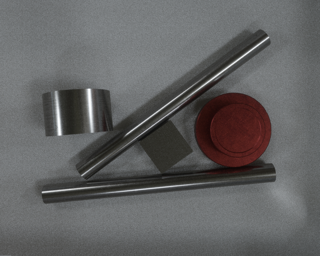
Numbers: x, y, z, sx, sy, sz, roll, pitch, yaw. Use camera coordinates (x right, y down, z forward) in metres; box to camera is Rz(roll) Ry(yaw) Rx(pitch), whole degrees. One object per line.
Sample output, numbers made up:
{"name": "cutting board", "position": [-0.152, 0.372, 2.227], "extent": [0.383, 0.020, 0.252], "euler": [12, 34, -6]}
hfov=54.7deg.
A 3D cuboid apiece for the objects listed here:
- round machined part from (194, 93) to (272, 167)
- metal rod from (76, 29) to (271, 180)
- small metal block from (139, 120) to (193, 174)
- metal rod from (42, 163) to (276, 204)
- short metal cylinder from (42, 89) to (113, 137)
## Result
{"name": "round machined part", "position": [0.096, 0.003, 0.401], "extent": [0.099, 0.042, 0.097], "euler": [0, 90, -1]}
{"name": "metal rod", "position": [0.018, -0.031, 0.410], "extent": [0.301, 0.025, 0.025], "euler": [-36, 90, -1]}
{"name": "small metal block", "position": [0.008, 0.024, 0.409], "extent": [0.050, 0.025, 0.050], "euler": [-36, 90, 0]}
{"name": "metal rod", "position": [-0.001, 0.073, 0.410], "extent": [0.302, 0.025, 0.025], "euler": [-5, 90, -1]}
{"name": "short metal cylinder", "position": [-0.100, -0.018, 0.382], "extent": [0.081, 0.080, 0.050], "euler": [-5, 90, -1]}
